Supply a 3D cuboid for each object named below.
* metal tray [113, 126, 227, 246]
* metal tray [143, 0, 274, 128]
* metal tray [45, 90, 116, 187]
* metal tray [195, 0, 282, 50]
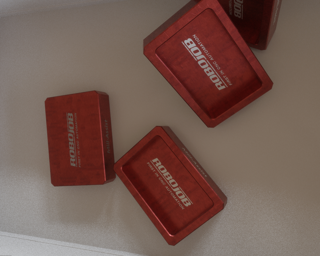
[{"bbox_3d":[0.011,0.072,0.403,0.090,0.030,0.130,-42,77,15],"label":"metal tray"},{"bbox_3d":[0.055,-0.071,0.348,0.090,0.030,0.130,-36,118,16],"label":"metal tray"},{"bbox_3d":[-0.116,0.016,0.449,0.090,0.030,0.129,-6,88,19],"label":"metal tray"},{"bbox_3d":[0.078,-0.136,0.325,0.090,0.130,0.030,24,84,18],"label":"metal tray"}]
